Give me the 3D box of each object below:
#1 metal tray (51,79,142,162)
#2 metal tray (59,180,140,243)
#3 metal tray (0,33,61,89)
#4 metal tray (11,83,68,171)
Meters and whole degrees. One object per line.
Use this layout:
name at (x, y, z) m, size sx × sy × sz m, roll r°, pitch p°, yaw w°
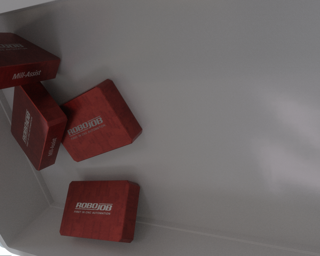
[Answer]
metal tray at (-0.101, -0.006, 0.455) m, size 0.130 × 0.030 × 0.090 m, roll -20°, pitch 108°, yaw 35°
metal tray at (-0.099, 0.133, 0.502) m, size 0.130 × 0.090 × 0.030 m, roll -7°, pitch 156°, yaw 31°
metal tray at (-0.203, -0.088, 0.391) m, size 0.090 × 0.131 × 0.030 m, roll 29°, pitch 114°, yaw 10°
metal tray at (-0.191, -0.003, 0.479) m, size 0.090 × 0.030 × 0.129 m, roll 49°, pitch 137°, yaw 16°
